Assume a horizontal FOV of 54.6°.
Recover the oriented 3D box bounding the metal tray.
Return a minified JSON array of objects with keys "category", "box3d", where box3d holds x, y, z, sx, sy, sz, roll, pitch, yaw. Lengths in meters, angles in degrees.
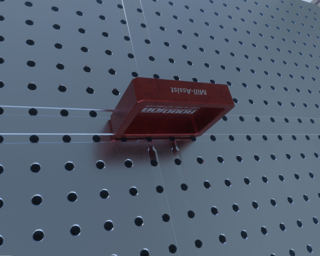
[{"category":"metal tray","box3d":[0.015,-0.021,0.386,0.131,0.090,0.030,0,62,-28]}]
